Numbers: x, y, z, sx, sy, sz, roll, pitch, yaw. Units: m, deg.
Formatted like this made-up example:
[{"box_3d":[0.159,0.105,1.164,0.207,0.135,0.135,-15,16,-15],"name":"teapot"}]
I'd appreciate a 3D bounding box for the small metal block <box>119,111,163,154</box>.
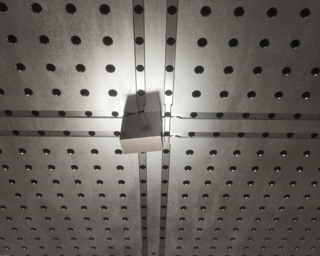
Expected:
[{"box_3d":[-0.023,0.005,0.399,0.050,0.050,0.025,-6,130,4],"name":"small metal block"}]
